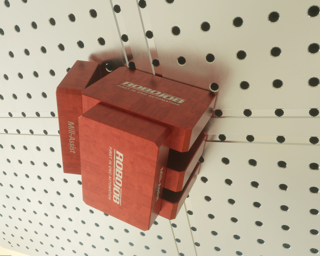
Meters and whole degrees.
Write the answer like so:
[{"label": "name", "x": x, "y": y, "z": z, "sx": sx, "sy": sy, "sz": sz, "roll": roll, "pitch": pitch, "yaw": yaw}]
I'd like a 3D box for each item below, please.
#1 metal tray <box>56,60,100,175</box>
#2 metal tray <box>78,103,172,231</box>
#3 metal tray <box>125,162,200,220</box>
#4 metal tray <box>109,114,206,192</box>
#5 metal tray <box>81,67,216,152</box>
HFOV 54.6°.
[{"label": "metal tray", "x": -0.104, "y": -0.013, "z": 0.413, "sx": 0.030, "sy": 0.090, "sz": 0.129, "roll": 7, "pitch": 124, "yaw": -1}, {"label": "metal tray", "x": -0.041, "y": 0.046, "z": 0.341, "sx": 0.090, "sy": 0.030, "sz": 0.129, "roll": 19, "pitch": 126, "yaw": 17}, {"label": "metal tray", "x": -0.022, "y": 0.059, "z": 0.418, "sx": 0.130, "sy": 0.090, "sz": 0.030, "roll": 19, "pitch": 126, "yaw": 16}, {"label": "metal tray", "x": -0.018, "y": 0.022, "z": 0.391, "sx": 0.130, "sy": 0.090, "sz": 0.030, "roll": 18, "pitch": 124, "yaw": 16}, {"label": "metal tray", "x": -0.012, "y": -0.027, "z": 0.358, "sx": 0.130, "sy": 0.090, "sz": 0.030, "roll": 19, "pitch": 126, "yaw": 17}]
